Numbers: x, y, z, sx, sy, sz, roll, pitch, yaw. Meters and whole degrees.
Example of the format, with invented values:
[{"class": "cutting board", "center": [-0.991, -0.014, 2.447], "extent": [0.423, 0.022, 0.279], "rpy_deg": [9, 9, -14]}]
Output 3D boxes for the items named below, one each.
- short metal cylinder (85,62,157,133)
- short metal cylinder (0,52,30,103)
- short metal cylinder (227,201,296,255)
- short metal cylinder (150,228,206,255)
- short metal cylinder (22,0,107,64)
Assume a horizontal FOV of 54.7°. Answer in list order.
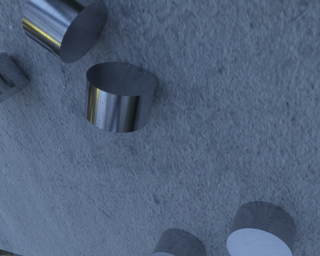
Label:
[{"class": "short metal cylinder", "center": [-0.048, -0.038, 0.371], "extent": [0.080, 0.080, 0.050], "rpy_deg": [23, 127, 13]}, {"class": "short metal cylinder", "center": [-0.243, -0.067, 0.455], "extent": [0.080, 0.080, 0.050], "rpy_deg": [-25, 105, 36]}, {"class": "short metal cylinder", "center": [0.134, 0.144, 0.409], "extent": [0.080, 0.050, 0.079], "rpy_deg": [13, 124, 20]}, {"class": "short metal cylinder", "center": [0.029, 0.212, 0.505], "extent": [0.080, 0.050, 0.079], "rpy_deg": [13, 124, 20]}, {"class": "short metal cylinder", "center": [-0.105, -0.121, 0.350], "extent": [0.050, 0.080, 0.079], "rpy_deg": [37, 129, 3]}]
